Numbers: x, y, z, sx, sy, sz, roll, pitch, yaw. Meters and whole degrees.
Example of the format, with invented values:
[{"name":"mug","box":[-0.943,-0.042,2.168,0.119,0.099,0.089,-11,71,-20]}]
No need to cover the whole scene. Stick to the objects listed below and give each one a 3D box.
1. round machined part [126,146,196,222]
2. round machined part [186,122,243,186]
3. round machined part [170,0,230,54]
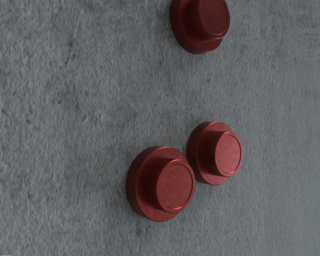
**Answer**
[{"name":"round machined part","box":[0.008,0.073,0.403,0.099,0.042,0.097,0,90,-40]},{"name":"round machined part","box":[0.089,0.039,0.471,0.099,0.042,0.097,0,90,-40]},{"name":"round machined part","box":[0.064,-0.160,0.450,0.099,0.042,0.097,0,90,-40]}]
